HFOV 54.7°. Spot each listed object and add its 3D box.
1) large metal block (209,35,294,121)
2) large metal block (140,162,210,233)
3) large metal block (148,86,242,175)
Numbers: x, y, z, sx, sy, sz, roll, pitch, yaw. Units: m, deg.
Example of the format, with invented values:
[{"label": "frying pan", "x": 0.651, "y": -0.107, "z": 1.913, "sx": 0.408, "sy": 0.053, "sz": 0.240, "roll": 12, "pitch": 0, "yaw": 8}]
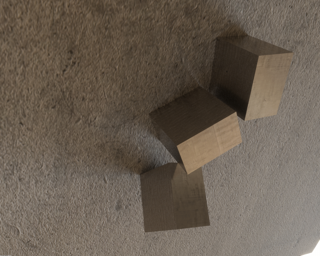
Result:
[{"label": "large metal block", "x": 0.109, "y": -0.066, "z": 0.390, "sx": 0.050, "sy": 0.080, "sz": 0.079, "roll": -10, "pitch": 123, "yaw": -23}, {"label": "large metal block", "x": 0.017, "y": 0.095, "z": 0.418, "sx": 0.050, "sy": 0.080, "sz": 0.080, "roll": 5, "pitch": 159, "yaw": -31}, {"label": "large metal block", "x": 0.044, "y": 0.000, "z": 0.395, "sx": 0.080, "sy": 0.080, "sz": 0.050, "roll": -29, "pitch": 128, "yaw": -10}]
